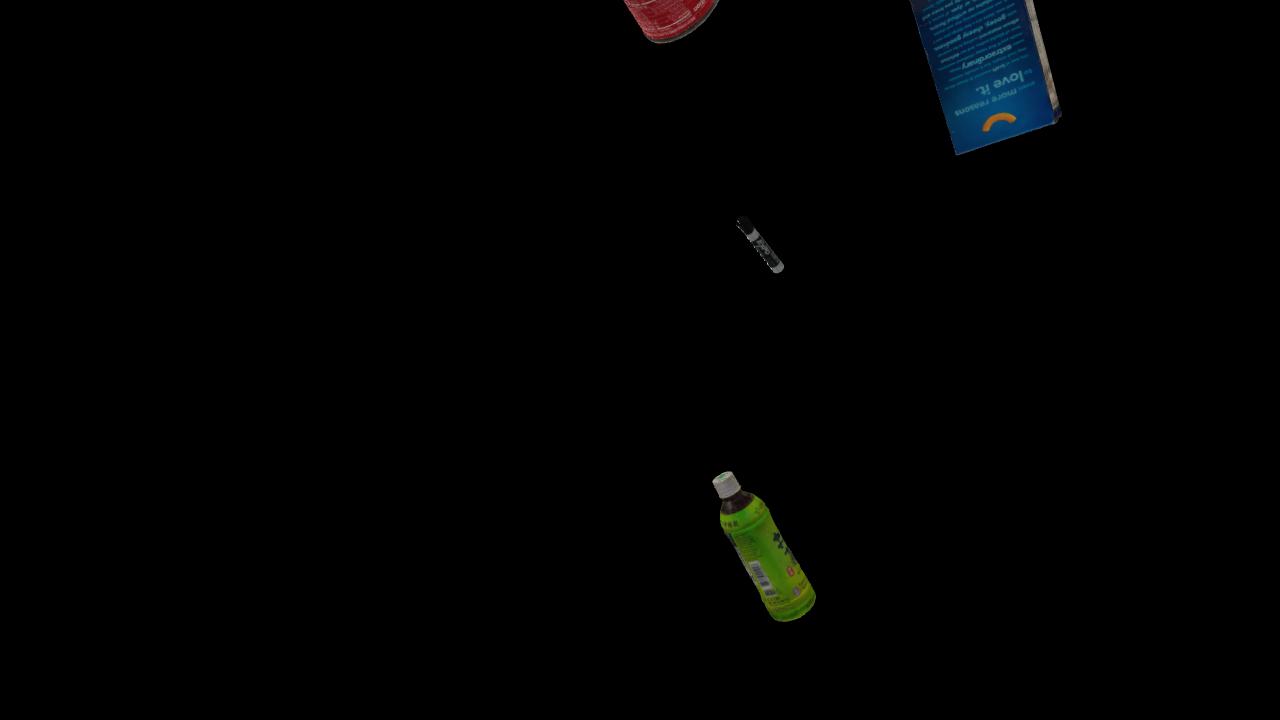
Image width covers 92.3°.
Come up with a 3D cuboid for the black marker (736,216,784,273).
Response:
[{"bbox_3d":[0.176,-0.170,0.904,0.020,0.020,0.121,0,-30,44],"label":"black marker"}]

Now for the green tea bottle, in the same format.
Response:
[{"bbox_3d":[0.161,0.249,0.836,0.073,0.212,0.073,-29,7,4],"label":"green tea bottle"}]

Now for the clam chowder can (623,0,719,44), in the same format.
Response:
[{"bbox_3d":[0.006,-0.285,0.426,0.068,0.068,0.102,0,-20,33],"label":"clam chowder can"}]

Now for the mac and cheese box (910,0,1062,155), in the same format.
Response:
[{"bbox_3d":[0.333,-0.306,0.598,0.093,0.184,0.041,-9,22,47],"label":"mac and cheese box"}]
